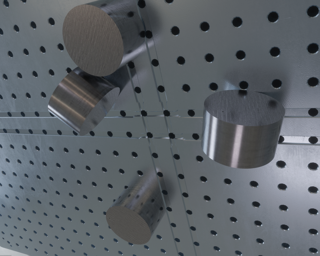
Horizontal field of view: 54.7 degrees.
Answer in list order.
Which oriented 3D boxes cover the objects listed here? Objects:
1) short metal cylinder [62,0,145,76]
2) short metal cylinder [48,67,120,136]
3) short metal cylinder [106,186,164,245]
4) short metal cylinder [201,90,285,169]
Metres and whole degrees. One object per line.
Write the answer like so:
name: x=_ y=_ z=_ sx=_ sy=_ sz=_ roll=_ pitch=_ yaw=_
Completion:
short metal cylinder: x=-0.065 y=-0.107 z=0.363 sx=0.080 sy=0.050 sz=0.079 roll=13 pitch=124 yaw=21
short metal cylinder: x=-0.098 y=-0.036 z=0.405 sx=0.050 sy=0.080 sz=0.080 roll=38 pitch=129 yaw=3
short metal cylinder: x=-0.040 y=0.141 z=0.503 sx=0.080 sy=0.050 sz=0.079 roll=13 pitch=124 yaw=21
short metal cylinder: x=0.086 y=-0.001 z=0.330 sx=0.080 sy=0.080 sz=0.050 roll=13 pitch=124 yaw=21
